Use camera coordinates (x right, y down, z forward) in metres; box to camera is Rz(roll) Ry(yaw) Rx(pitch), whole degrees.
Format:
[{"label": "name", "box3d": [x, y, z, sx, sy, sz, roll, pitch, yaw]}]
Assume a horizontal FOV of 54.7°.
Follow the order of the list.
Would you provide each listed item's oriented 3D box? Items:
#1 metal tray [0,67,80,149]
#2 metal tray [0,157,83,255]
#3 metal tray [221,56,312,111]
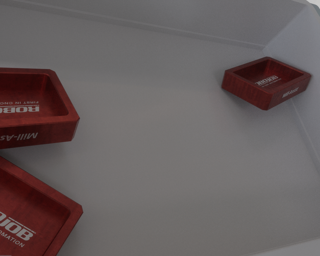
[{"label": "metal tray", "box3d": [-0.158, -0.022, 0.304, 0.131, 0.030, 0.090, -6, 47, -38]}, {"label": "metal tray", "box3d": [-0.147, 0.077, 0.269, 0.130, 0.030, 0.090, 34, 45, -6]}, {"label": "metal tray", "box3d": [0.179, -0.079, 0.519, 0.131, 0.030, 0.090, -23, 45, -36]}]
